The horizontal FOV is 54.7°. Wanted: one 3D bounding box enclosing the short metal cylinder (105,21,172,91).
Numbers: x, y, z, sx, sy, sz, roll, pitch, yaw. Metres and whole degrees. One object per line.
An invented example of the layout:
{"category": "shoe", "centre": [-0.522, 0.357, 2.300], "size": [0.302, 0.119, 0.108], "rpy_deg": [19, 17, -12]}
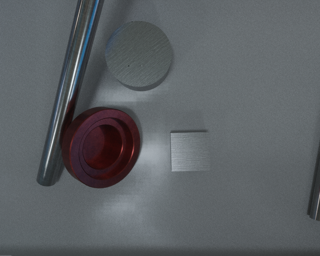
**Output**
{"category": "short metal cylinder", "centre": [-0.026, -0.090, 0.399], "size": [0.081, 0.050, 0.079], "rpy_deg": [0, 90, -1]}

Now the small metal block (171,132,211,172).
{"category": "small metal block", "centre": [0.040, 0.031, 0.412], "size": [0.050, 0.025, 0.050], "rpy_deg": [-2, 90, -1]}

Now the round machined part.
{"category": "round machined part", "centre": [-0.076, 0.022, 0.385], "size": [0.099, 0.042, 0.097], "rpy_deg": [-11, 107, -41]}

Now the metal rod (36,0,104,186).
{"category": "metal rod", "centre": [-0.100, -0.057, 0.351], "size": [0.025, 0.025, 0.298], "rpy_deg": [22, 114, -1]}

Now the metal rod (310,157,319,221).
{"category": "metal rod", "centre": [0.240, -0.024, 0.414], "size": [0.025, 0.025, 0.298], "rpy_deg": [10, 90, -1]}
